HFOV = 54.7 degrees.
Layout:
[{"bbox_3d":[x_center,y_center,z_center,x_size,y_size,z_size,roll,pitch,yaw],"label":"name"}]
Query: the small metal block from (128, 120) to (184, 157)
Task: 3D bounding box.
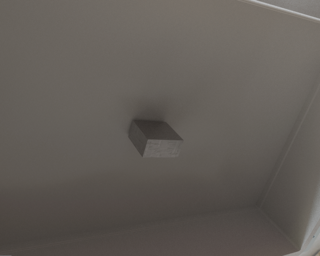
[{"bbox_3d":[-0.006,0.013,0.394,0.050,0.050,0.025,3,117,-30],"label":"small metal block"}]
